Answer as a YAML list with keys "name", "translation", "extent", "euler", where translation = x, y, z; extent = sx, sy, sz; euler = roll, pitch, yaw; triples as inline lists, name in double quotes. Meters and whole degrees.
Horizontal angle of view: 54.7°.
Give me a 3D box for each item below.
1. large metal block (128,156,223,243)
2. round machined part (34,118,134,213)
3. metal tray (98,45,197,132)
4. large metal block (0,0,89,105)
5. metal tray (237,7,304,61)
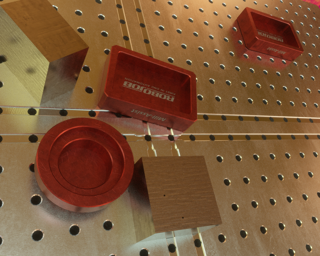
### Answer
- name: "large metal block"
  translation: [0.013, 0.079, 0.351]
  extent: [0.081, 0.050, 0.080]
  euler: [2, 61, -27]
- name: "round machined part"
  translation: [-0.081, 0.041, 0.329]
  extent: [0.099, 0.042, 0.098]
  euler: [14, 56, -21]
- name: "metal tray"
  translation: [-0.013, -0.054, 0.430]
  extent: [0.131, 0.030, 0.090]
  euler: [15, 56, -20]
- name: "large metal block"
  translation: [-0.135, -0.087, 0.353]
  extent: [0.080, 0.080, 0.050]
  euler: [49, 51, 6]
- name: "metal tray"
  translation: [0.231, -0.195, 0.647]
  extent: [0.131, 0.030, 0.090]
  euler: [7, 59, -25]
